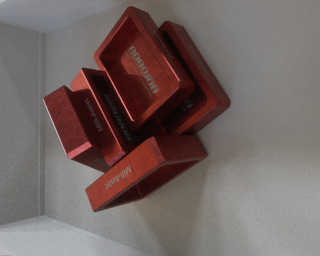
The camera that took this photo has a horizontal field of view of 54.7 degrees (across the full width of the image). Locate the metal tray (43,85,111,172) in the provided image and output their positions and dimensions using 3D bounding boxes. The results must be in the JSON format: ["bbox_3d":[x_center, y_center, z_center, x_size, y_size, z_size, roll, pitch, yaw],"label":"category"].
[{"bbox_3d":[-0.093,0.009,0.412,0.030,0.130,0.090,-31,67,3],"label":"metal tray"}]

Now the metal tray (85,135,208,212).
[{"bbox_3d":[-0.017,0.055,0.375,0.130,0.091,0.030,-39,66,32],"label":"metal tray"}]

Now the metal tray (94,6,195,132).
[{"bbox_3d":[-0.025,-0.071,0.380,0.090,0.030,0.130,-44,63,31],"label":"metal tray"}]

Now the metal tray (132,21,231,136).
[{"bbox_3d":[0.017,-0.055,0.387,0.090,0.030,0.130,-42,64,33],"label":"metal tray"}]

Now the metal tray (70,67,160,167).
[{"bbox_3d":[-0.050,-0.016,0.400,0.030,0.091,0.130,-44,64,31],"label":"metal tray"}]
